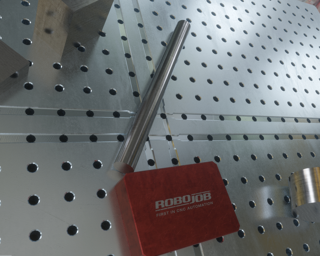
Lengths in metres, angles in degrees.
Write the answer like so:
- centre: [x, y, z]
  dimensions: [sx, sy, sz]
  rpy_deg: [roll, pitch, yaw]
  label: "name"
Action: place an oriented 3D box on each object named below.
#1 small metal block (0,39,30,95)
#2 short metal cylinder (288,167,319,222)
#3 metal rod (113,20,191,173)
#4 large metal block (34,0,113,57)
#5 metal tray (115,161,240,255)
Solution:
- centre: [-0.187, -0.070, 0.350]
  dimensions: [0.050, 0.025, 0.050]
  rpy_deg: [38, 51, -3]
  label: "small metal block"
- centre: [0.227, 0.096, 0.440]
  dimensions: [0.080, 0.080, 0.050]
  rpy_deg: [20, 54, -17]
  label: "short metal cylinder"
- centre: [0.000, -0.065, 0.449]
  dimensions: [0.025, 0.025, 0.300]
  rpy_deg: [29, 52, -11]
  label: "metal rod"
- centre: [-0.112, -0.153, 0.407]
  dimensions: [0.050, 0.080, 0.080]
  rpy_deg: [42, 51, 0]
  label: "large metal block"
- centre: [0.022, 0.092, 0.362]
  dimensions: [0.131, 0.030, 0.090]
  rpy_deg: [-4, 64, -30]
  label: "metal tray"
